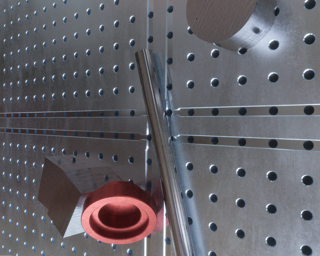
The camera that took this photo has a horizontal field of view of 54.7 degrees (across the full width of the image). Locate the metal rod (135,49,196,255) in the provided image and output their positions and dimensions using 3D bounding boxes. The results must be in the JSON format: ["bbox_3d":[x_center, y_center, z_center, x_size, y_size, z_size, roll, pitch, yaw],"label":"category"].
[{"bbox_3d":[0.007,0.041,0.403,0.025,0.025,0.299,-19,78,38],"label":"metal rod"}]

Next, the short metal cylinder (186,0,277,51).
[{"bbox_3d":[0.076,-0.127,0.331,0.080,0.050,0.080,0,90,40],"label":"short metal cylinder"}]

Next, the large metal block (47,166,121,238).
[{"bbox_3d":[-0.109,0.107,0.463,0.050,0.081,0.079,39,114,34],"label":"large metal block"}]

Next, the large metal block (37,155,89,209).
[{"bbox_3d":[-0.157,0.099,0.523,0.080,0.050,0.079,24,105,37],"label":"large metal block"}]

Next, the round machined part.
[{"bbox_3d":[-0.054,0.110,0.419,0.097,0.098,0.042,-52,23,27],"label":"round machined part"}]
